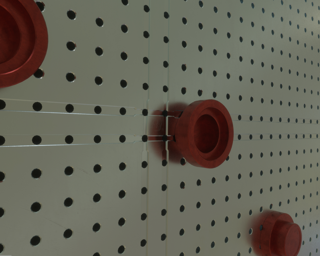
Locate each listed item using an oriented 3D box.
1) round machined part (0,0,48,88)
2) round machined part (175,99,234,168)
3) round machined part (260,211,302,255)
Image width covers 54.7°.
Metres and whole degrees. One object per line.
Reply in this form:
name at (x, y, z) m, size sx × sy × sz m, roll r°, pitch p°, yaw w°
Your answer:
round machined part at (-0.154, -0.082, 0.269) m, size 0.099 × 0.042 × 0.097 m, roll 0°, pitch 90°, yaw -40°
round machined part at (0.060, 0.008, 0.451) m, size 0.099 × 0.042 × 0.097 m, roll 0°, pitch 90°, yaw -40°
round machined part at (0.242, 0.216, 0.605) m, size 0.099 × 0.042 × 0.097 m, roll 0°, pitch 90°, yaw -40°
